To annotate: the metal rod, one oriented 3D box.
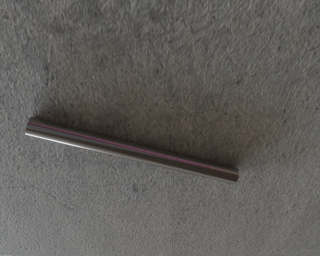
[{"bbox_3d":[-0.029,0.035,0.436,0.302,0.025,0.025,15,129,-13],"label":"metal rod"}]
